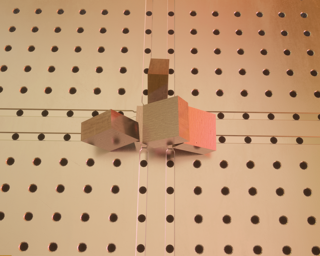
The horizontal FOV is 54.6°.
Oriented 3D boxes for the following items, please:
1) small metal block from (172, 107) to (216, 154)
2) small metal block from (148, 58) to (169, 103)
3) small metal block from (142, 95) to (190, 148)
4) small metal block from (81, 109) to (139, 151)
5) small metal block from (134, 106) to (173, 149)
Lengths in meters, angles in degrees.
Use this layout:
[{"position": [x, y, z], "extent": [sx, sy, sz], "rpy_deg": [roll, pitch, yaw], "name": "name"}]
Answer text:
[{"position": [0.045, 0.003, 0.399], "extent": [0.050, 0.025, 0.050], "rpy_deg": [14, 67, -28], "name": "small metal block"}, {"position": [-0.002, -0.058, 0.409], "extent": [0.025, 0.050, 0.050], "rpy_deg": [3, 34, 2], "name": "small metal block"}, {"position": [0.007, -0.006, 0.375], "extent": [0.050, 0.025, 0.050], "rpy_deg": [-13, 66, 30], "name": "small metal block"}, {"position": [-0.062, 0.004, 0.386], "extent": [0.050, 0.050, 0.025], "rpy_deg": [-21, 61, 29], "name": "small metal block"}, {"position": [-0.006, -0.001, 0.412], "extent": [0.050, 0.025, 0.050], "rpy_deg": [2, 70, 1], "name": "small metal block"}]
